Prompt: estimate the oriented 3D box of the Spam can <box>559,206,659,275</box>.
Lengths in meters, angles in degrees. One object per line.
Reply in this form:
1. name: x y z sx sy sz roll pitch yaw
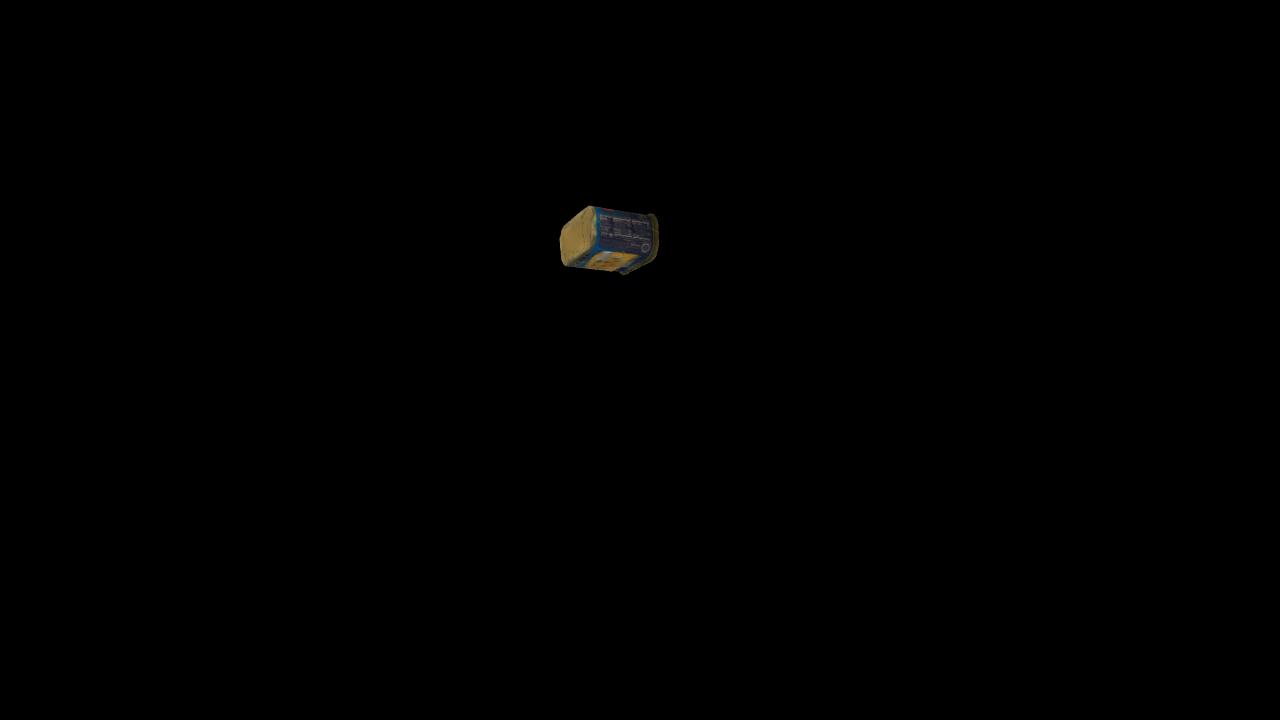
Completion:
1. Spam can: -0.039 -0.141 0.734 0.085 0.058 0.101 1 -9 -29
